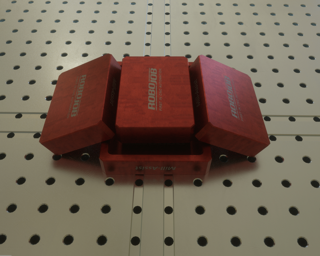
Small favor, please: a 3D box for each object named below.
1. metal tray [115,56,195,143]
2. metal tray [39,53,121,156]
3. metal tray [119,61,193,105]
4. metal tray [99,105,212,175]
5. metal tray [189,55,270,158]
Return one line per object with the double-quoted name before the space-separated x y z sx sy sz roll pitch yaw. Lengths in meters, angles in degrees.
"metal tray" -0.006 -0.041 0.399 0.091 0.030 0.130 0 50 -1
"metal tray" -0.100 -0.034 0.408 0.090 0.030 0.130 -17 47 19
"metal tray" -0.006 -0.057 0.452 0.131 0.030 0.090 0 50 0
"metal tray" -0.005 0.013 0.394 0.131 0.030 0.090 0 50 0
"metal tray" 0.087 -0.032 0.407 0.091 0.030 0.130 18 47 -21
